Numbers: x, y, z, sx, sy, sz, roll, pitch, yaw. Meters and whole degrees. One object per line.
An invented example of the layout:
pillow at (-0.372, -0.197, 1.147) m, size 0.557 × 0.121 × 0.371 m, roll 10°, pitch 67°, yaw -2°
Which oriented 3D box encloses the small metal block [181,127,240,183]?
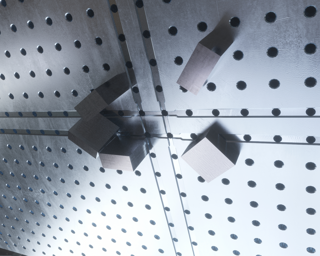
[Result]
small metal block at (0.064, 0.036, 0.399) m, size 0.050 × 0.025 × 0.050 m, roll 44°, pitch 129°, yaw -3°

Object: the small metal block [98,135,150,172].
small metal block at (-0.050, 0.035, 0.441) m, size 0.050 × 0.050 × 0.025 m, roll 3°, pitch 120°, yaw 26°

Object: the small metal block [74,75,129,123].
small metal block at (-0.077, -0.039, 0.410) m, size 0.050 × 0.050 × 0.025 m, roll -32°, pitch 101°, yaw 38°

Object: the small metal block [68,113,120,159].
small metal block at (-0.095, 0.007, 0.444) m, size 0.050 × 0.050 × 0.025 m, roll 36°, pitch 147°, yaw 4°

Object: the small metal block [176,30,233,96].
small metal block at (0.047, -0.069, 0.327) m, size 0.025 × 0.050 × 0.050 m, roll 34°, pitch 129°, yaw 5°
